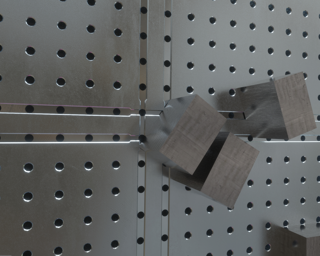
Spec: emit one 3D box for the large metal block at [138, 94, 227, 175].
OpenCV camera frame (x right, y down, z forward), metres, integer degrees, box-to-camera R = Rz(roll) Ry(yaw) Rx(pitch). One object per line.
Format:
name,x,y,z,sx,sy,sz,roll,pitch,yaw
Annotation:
large metal block,0.026,0.007,0.394,0.050,0.080,0.080,37,78,-17

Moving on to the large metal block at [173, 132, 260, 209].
large metal block,0.072,0.051,0.412,0.050,0.080,0.080,32,80,-18

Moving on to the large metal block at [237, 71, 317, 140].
large metal block,0.166,-0.030,0.446,0.050,0.080,0.080,-19,97,-19

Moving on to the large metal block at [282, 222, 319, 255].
large metal block,0.244,0.201,0.492,0.081,0.050,0.079,1,90,-21
